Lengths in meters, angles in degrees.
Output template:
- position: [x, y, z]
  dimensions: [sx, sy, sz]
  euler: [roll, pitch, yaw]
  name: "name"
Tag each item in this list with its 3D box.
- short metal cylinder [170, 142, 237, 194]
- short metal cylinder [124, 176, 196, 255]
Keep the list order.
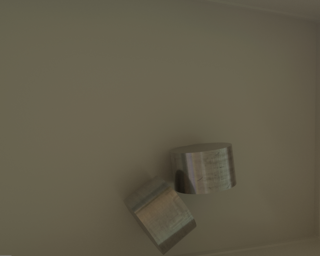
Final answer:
- position: [0.055, 0.050, 0.402]
  dimensions: [0.081, 0.080, 0.050]
  euler: [-8, 93, -20]
  name: "short metal cylinder"
- position: [-0.001, 0.106, 0.381]
  dimensions: [0.050, 0.080, 0.080]
  euler: [-36, 102, -16]
  name: "short metal cylinder"
